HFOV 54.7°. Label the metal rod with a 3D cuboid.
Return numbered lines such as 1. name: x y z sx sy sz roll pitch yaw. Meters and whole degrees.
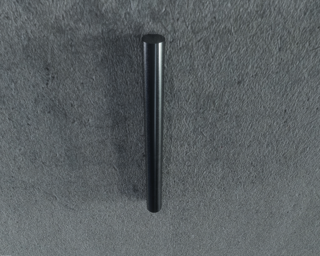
1. metal rod: -0.008 0.019 0.424 0.025 0.025 0.298 0 130 -1
